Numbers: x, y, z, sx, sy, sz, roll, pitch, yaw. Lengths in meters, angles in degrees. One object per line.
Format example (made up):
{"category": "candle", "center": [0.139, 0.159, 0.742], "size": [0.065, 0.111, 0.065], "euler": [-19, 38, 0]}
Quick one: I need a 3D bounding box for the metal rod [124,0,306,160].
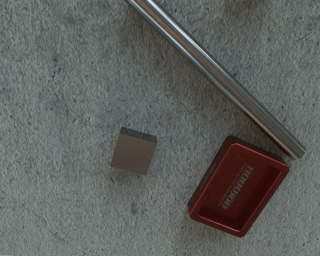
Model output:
{"category": "metal rod", "center": [0.078, -0.060, 0.388], "size": [0.300, 0.025, 0.025], "euler": [40, 105, -14]}

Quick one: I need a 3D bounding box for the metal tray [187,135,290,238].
{"category": "metal tray", "center": [0.108, 0.085, 0.440], "size": [0.090, 0.030, 0.129], "euler": [24, 108, -9]}

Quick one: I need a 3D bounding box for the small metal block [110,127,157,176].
{"category": "small metal block", "center": [-0.036, 0.031, 0.421], "size": [0.050, 0.025, 0.050], "euler": [16, 109, -6]}
